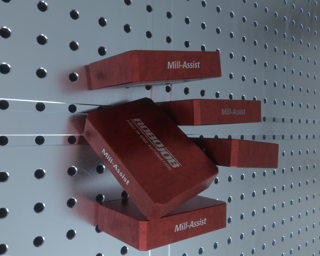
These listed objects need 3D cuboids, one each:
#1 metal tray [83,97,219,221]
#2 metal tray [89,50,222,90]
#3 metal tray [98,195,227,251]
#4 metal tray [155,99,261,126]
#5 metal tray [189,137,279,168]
[{"bbox_3d":[-0.012,0.026,0.340,0.091,0.130,0.030,-21,147,-38],"label":"metal tray"},{"bbox_3d":[-0.003,-0.067,0.362,0.131,0.090,0.030,-11,97,-39],"label":"metal tray"},{"bbox_3d":[0.005,0.104,0.369,0.131,0.090,0.030,1,90,-40],"label":"metal tray"},{"bbox_3d":[0.062,-0.020,0.417,0.131,0.090,0.030,-3,92,-40],"label":"metal tray"},{"bbox_3d":[0.070,0.030,0.399,0.091,0.130,0.030,7,86,-40],"label":"metal tray"}]
